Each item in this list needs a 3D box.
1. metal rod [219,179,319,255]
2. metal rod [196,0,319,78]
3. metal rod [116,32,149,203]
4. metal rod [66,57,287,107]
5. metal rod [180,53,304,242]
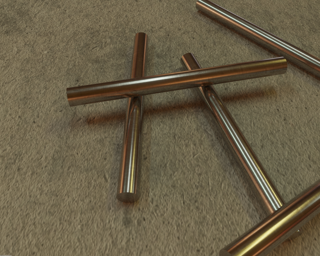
[{"bbox_3d":[0.182,0.061,0.328,0.302,0.025,0.025,-23,53,-27],"label":"metal rod"},{"bbox_3d":[0.177,-0.157,0.536,0.025,0.025,0.300,-33,58,-25],"label":"metal rod"},{"bbox_3d":[-0.033,-0.039,0.435,0.025,0.025,0.300,1,50,0],"label":"metal rod"},{"bbox_3d":[0.029,-0.065,0.423,0.302,0.025,0.025,-10,51,-8],"label":"metal rod"},{"bbox_3d":[0.088,0.000,0.403,0.025,0.025,0.300,-13,51,-11],"label":"metal rod"}]
